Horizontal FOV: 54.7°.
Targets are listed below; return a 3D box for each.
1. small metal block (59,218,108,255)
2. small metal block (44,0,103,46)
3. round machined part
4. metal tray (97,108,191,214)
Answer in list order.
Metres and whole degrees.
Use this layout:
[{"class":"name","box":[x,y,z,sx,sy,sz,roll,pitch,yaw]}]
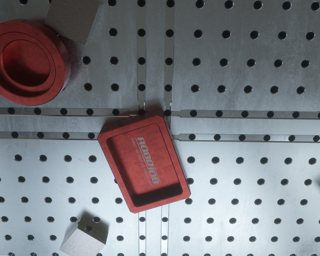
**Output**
[{"class":"small metal block","box":[-0.117,0.175,0.476,0.050,0.025,0.050,36,106,-13]},{"class":"small metal block","box":[-0.101,-0.132,0.363,0.050,0.025,0.050,22,108,-9]},{"class":"round machined part","box":[-0.155,-0.079,0.369,0.099,0.042,0.097,1,117,3]},{"class":"metal tray","box":[-0.019,0.048,0.427,0.090,0.030,0.129,-18,109,6]}]
